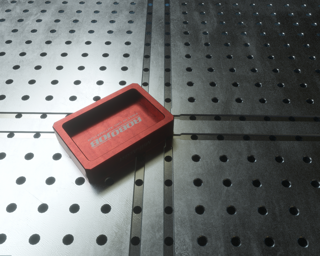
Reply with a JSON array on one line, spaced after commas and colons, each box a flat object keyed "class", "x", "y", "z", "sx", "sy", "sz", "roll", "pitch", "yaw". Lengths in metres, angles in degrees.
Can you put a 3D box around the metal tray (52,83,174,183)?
[{"class": "metal tray", "x": -0.058, "y": 0.001, "z": 0.402, "sx": 0.131, "sy": 0.030, "sz": 0.090, "roll": -31, "pitch": 57, "yaw": -24}]
